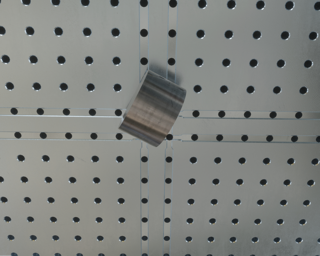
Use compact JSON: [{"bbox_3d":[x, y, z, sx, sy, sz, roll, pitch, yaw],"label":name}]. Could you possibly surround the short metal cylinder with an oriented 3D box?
[{"bbox_3d":[-0.010,-0.023,0.375,0.050,0.080,0.080,27,108,-10],"label":"short metal cylinder"}]
